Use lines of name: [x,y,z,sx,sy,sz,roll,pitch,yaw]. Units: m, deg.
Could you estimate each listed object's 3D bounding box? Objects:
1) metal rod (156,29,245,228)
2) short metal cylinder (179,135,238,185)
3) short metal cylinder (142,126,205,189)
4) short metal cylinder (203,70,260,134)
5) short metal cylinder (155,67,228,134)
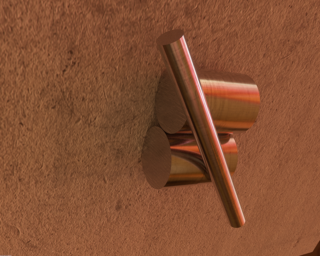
metal rod: [0.060,0.028,0.355,0.025,0.025,0.299,-32,129,-8]
short metal cylinder: [0.061,0.037,0.429,0.050,0.080,0.079,1,118,-29]
short metal cylinder: [0.016,0.038,0.405,0.050,0.080,0.079,1,118,-29]
short metal cylinder: [0.079,-0.032,0.396,0.050,0.080,0.079,1,118,-29]
short metal cylinder: [0.035,-0.033,0.372,0.050,0.080,0.079,1,118,-29]
